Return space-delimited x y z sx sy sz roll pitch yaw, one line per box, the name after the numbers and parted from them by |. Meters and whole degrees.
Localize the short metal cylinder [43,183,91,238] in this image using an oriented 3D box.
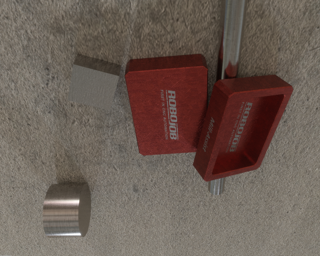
-0.140 0.126 0.477 0.050 0.080 0.079 -1 130 0 | short metal cylinder

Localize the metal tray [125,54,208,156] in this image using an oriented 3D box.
0.012 -0.024 0.384 0.091 0.030 0.129 -4 130 3 | metal tray

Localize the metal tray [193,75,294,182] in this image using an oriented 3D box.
0.097 0.002 0.378 0.091 0.030 0.129 -9 129 -24 | metal tray

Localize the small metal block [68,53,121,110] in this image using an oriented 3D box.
-0.076 -0.053 0.361 0.050 0.025 0.050 13 129 -12 | small metal block

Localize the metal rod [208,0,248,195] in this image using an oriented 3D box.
0.080 -0.017 0.393 0.025 0.025 0.298 -3 130 2 | metal rod
